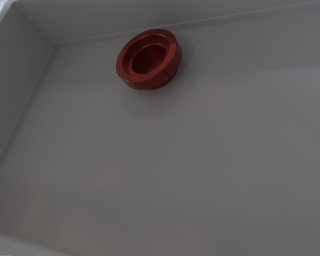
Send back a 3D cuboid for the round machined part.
[{"bbox_3d":[-0.012,-0.096,0.461,0.098,0.042,0.098,-13,56,21],"label":"round machined part"}]
